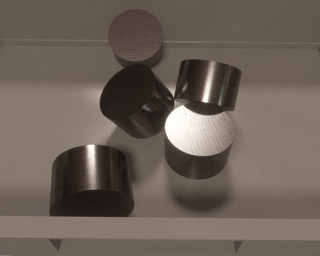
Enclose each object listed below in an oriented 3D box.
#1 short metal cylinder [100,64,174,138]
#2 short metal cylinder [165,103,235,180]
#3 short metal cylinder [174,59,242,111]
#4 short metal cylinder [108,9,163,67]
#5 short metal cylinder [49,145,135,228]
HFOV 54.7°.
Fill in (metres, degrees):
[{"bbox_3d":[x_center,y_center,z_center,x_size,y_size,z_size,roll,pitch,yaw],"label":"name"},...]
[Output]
[{"bbox_3d":[-0.029,-0.034,0.395,0.080,0.050,0.080,-16,55,24],"label":"short metal cylinder"},{"bbox_3d":[0.046,0.015,0.377,0.081,0.050,0.080,0,50,0],"label":"short metal cylinder"},{"bbox_3d":[0.062,-0.054,0.407,0.080,0.080,0.050,11,90,9],"label":"short metal cylinder"},{"bbox_3d":[-0.036,-0.133,0.477,0.081,0.050,0.080,0,84,0],"label":"short metal cylinder"},{"bbox_3d":[-0.069,0.061,0.317,0.081,0.080,0.050,-8,51,-7],"label":"short metal cylinder"}]
